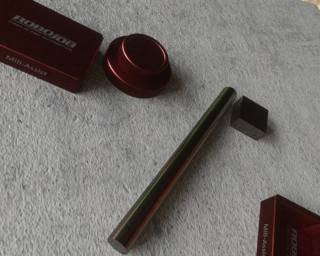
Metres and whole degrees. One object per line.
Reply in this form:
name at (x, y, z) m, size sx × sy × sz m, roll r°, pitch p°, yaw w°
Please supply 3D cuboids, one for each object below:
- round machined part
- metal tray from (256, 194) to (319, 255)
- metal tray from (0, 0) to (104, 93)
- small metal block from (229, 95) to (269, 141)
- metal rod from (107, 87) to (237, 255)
round machined part at (-0.027, -0.094, 0.437) m, size 0.099 × 0.042 × 0.098 m, roll 14°, pitch 56°, yaw -21°
metal tray at (0.170, 0.162, 0.395) m, size 0.090 × 0.030 × 0.130 m, roll 28°, pitch 52°, yaw -11°
metal tray at (-0.147, -0.108, 0.388) m, size 0.131 × 0.030 × 0.090 m, roll 24°, pitch 53°, yaw -14°
small metal block at (0.142, -0.016, 0.493) m, size 0.050 × 0.025 × 0.050 m, roll 29°, pitch 52°, yaw -10°
metal rod at (0.035, 0.031, 0.405) m, size 0.025 × 0.025 × 0.301 m, roll 42°, pitch 51°, yaw 0°
